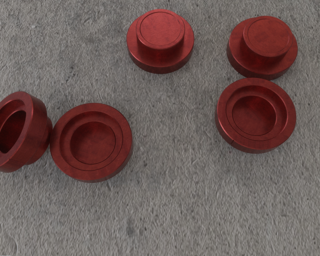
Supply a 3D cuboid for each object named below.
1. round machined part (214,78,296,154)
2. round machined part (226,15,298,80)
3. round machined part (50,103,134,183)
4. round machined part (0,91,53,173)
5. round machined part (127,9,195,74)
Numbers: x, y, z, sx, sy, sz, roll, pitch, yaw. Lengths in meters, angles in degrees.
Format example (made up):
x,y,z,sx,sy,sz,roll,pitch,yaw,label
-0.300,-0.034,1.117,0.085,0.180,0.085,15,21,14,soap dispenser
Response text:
x,y,z,sx,sy,sz,roll,pitch,yaw,label
0.120,-0.013,0.404,0.099,0.042,0.098,0,70,0,round machined part
0.149,-0.120,0.444,0.099,0.042,0.098,0,70,0,round machined part
-0.083,0.021,0.391,0.099,0.042,0.098,0,70,0,round machined part
-0.171,0.008,0.380,0.098,0.042,0.098,-15,61,29,round machined part
0.001,-0.131,0.447,0.099,0.042,0.098,0,70,0,round machined part
